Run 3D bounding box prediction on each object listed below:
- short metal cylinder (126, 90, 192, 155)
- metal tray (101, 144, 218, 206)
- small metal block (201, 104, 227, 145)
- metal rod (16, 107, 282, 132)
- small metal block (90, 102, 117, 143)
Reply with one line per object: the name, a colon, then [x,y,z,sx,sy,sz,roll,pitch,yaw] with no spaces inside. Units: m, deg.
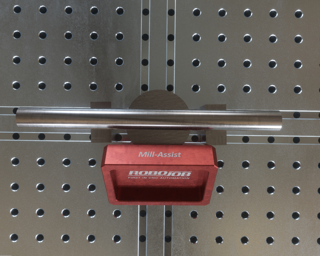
short metal cylinder: [-0.002,-0.007,0.400,0.081,0.050,0.080,0,90,0]
metal tray: [-0.001,0.060,0.383,0.131,0.089,0.030,0,47,0]
small metal block: [0.068,-0.004,0.401,0.025,0.050,0.050,-1,90,0]
metal rod: [-0.012,-0.010,0.363,0.302,0.025,0.025,1,90,0]
small metal block: [-0.071,-0.007,0.400,0.025,0.050,0.050,-1,90,0]
